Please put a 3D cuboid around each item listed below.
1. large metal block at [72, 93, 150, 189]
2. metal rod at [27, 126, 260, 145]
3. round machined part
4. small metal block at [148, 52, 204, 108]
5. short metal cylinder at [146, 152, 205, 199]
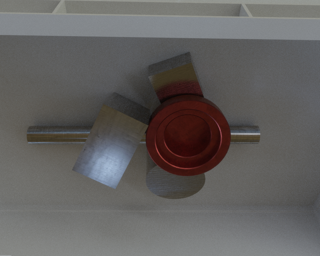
[{"bbox_3d":[-0.053,0.011,0.360,0.050,0.080,0.080,26,103,-7],"label":"large metal block"},{"bbox_3d":[-0.021,0.009,0.413,0.302,0.025,0.025,0,130,-1],"label":"metal rod"},{"bbox_3d":[0.033,0.006,0.377,0.099,0.042,0.097,0,113,0],"label":"round machined part"},{"bbox_3d":[0.019,-0.054,0.362,0.050,0.025,0.050,-16,129,13],"label":"small metal block"},{"bbox_3d":[0.021,0.056,0.437,0.081,0.050,0.079,0,130,0],"label":"short metal cylinder"}]
